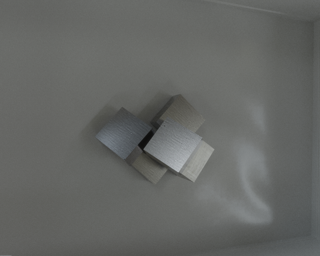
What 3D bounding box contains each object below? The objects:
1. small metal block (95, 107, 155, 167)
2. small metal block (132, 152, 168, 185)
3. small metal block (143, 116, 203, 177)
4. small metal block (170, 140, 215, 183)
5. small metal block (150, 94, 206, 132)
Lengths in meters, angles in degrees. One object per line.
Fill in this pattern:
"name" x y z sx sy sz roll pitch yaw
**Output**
"small metal block" -0.042 0.010 0.381 0.050 0.025 0.050 35 76 22
"small metal block" -0.012 0.038 0.405 0.050 0.025 0.050 44 76 -15
"small metal block" 0.017 0.022 0.377 0.050 0.025 0.050 32 77 17
"small metal block" 0.038 0.040 0.411 0.025 0.050 0.050 37 78 -17
"small metal block" 0.024 -0.010 0.419 0.050 0.025 0.050 44 76 -15
